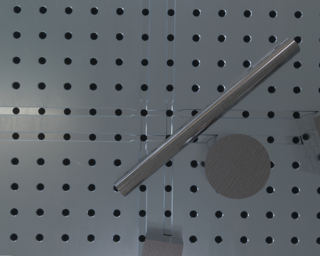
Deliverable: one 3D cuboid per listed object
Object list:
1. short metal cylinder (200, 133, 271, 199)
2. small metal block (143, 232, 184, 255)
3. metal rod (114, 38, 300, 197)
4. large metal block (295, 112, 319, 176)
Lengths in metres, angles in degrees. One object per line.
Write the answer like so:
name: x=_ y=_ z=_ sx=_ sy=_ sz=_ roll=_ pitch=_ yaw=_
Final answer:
short metal cylinder: x=0.095 y=0.047 z=0.402 sx=0.081 sy=0.050 sz=0.079 roll=0 pitch=90 yaw=0
small metal block: x=0.002 y=0.172 z=0.414 sx=0.050 sy=0.025 sz=0.050 roll=9 pitch=90 yaw=0
metal rod: x=0.062 y=-0.014 z=0.413 sx=0.300 sy=0.025 sz=0.025 roll=-40 pitch=90 yaw=0
large metal block: x=0.238 y=0.013 z=0.403 sx=0.080 sy=0.050 sz=0.080 roll=-18 pitch=90 yaw=0
